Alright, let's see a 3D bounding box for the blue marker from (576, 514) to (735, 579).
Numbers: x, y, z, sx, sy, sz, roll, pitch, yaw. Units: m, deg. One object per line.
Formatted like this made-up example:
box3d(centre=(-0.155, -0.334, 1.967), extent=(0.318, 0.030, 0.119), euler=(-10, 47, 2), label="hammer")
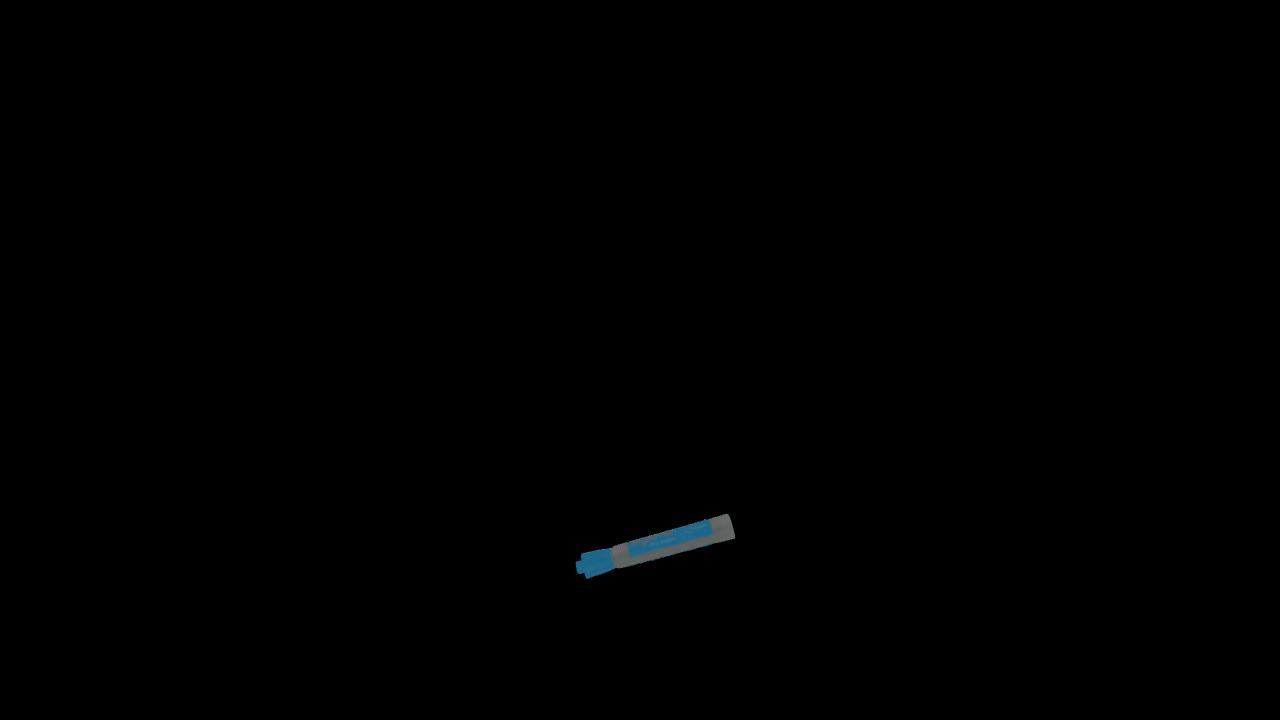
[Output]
box3d(centre=(0.011, 0.141, 0.463), extent=(0.121, 0.020, 0.020), euler=(-15, 0, -1), label="blue marker")
